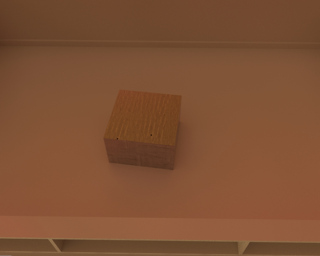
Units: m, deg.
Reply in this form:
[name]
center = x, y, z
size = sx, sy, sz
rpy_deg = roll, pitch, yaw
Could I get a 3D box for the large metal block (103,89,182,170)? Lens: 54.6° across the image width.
[large metal block]
center = -0.018, 0.001, 0.388
size = 0.080, 0.050, 0.080
rpy_deg = 6, 50, 5
